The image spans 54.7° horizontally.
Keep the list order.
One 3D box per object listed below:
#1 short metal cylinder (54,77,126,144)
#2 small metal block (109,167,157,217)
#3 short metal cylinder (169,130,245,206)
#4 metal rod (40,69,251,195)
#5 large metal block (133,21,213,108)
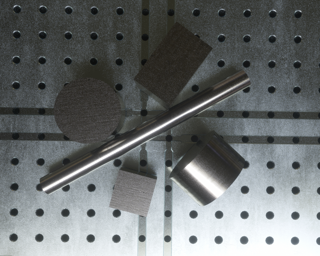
[{"bbox_3d":[-0.087,-0.021,0.396,0.081,0.050,0.079,0,90,0],"label":"short metal cylinder"},{"bbox_3d":[-0.035,0.084,0.410,0.050,0.025,0.050,15,90,0],"label":"small metal block"},{"bbox_3d":[0.057,0.049,0.383,0.050,0.080,0.080,44,90,-1],"label":"short metal cylinder"},{"bbox_3d":[-0.019,0.005,0.410,0.301,0.025,0.025,-28,90,0],"label":"metal rod"},{"bbox_3d":[0.015,-0.072,0.383,0.050,0.080,0.080,36,90,0],"label":"large metal block"}]
